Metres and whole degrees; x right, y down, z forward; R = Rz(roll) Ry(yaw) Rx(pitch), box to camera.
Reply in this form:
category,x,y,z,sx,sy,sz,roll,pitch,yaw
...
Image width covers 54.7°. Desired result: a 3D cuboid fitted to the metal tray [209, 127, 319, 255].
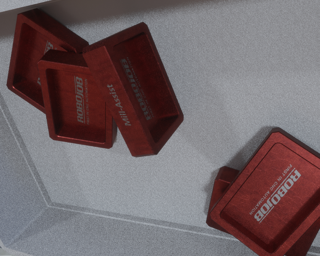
category,x,y,z,sx,sy,sz,roll,pitch,yaw
metal tray,0.129,0.076,0.349,0.090,0.030,0.129,36,109,12

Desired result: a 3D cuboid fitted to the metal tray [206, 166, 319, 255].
category,x,y,z,sx,sy,sz,roll,pitch,yaw
metal tray,0.132,0.110,0.404,0.130,0.030,0.089,16,125,18

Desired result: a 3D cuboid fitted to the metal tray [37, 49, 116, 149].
category,x,y,z,sx,sy,sz,roll,pitch,yaw
metal tray,-0.104,-0.033,0.410,0.091,0.030,0.129,9,131,0

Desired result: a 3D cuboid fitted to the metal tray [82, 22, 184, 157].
category,x,y,z,sx,sy,sz,roll,pitch,yaw
metal tray,-0.023,-0.044,0.350,0.030,0.090,0.129,-11,113,32

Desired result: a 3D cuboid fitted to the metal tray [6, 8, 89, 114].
category,x,y,z,sx,sy,sz,roll,pitch,yaw
metal tray,-0.160,-0.085,0.431,0.090,0.030,0.129,34,129,1
